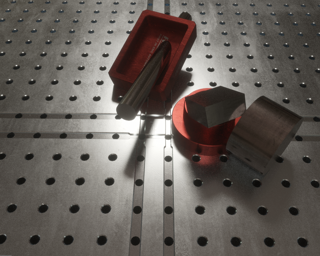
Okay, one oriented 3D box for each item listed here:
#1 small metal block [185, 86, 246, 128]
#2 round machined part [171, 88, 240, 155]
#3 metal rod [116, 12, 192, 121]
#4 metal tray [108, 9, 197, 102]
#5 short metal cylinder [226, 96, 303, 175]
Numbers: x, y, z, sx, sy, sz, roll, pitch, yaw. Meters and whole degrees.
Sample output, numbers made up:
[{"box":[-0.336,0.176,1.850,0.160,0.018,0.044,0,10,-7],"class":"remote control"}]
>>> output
[{"box":[0.064,-0.026,0.362,0.050,0.025,0.050,-19,24,-16],"class":"small metal block"},{"box":[0.065,-0.015,0.410,0.099,0.042,0.098,0,50,0],"class":"round machined part"},{"box":[0.004,-0.112,0.472,0.025,0.025,0.301,14,42,11],"class":"metal rod"},{"box":[-0.009,-0.113,0.471,0.090,0.030,0.130,20,72,15],"class":"metal tray"},{"box":[0.123,0.009,0.366,0.050,0.080,0.080,36,59,25],"class":"short metal cylinder"}]
